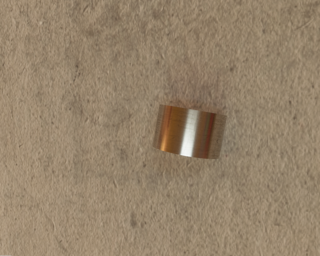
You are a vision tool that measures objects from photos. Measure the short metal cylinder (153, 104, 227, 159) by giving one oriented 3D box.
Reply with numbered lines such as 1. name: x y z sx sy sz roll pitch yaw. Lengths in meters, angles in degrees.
1. short metal cylinder: 0.035 0.003 0.367 0.080 0.080 0.050 11 94 19
